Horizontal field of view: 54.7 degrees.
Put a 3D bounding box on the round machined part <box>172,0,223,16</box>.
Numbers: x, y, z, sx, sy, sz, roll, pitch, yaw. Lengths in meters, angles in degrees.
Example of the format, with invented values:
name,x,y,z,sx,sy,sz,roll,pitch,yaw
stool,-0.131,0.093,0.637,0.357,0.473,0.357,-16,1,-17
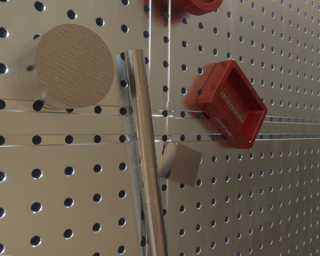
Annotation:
name,x,y,z,sx,sy,sz,roll,pitch,yaw
round machined part,0.045,-0.208,0.438,0.099,0.042,0.097,0,90,-40

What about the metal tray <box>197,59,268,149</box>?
name,x,y,z,sx,sy,sz,roll,pitch,yaw
metal tray,0.124,-0.036,0.512,0.130,0.030,0.090,45,63,-31

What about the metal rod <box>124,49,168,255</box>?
name,x,y,z,sx,sy,sz,roll,pitch,yaw
metal rod,-0.015,0.052,0.398,0.025,0.025,0.298,-11,97,-40

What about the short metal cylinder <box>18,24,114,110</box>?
name,x,y,z,sx,sy,sz,roll,pitch,yaw
short metal cylinder,-0.094,-0.059,0.315,0.081,0.050,0.079,0,90,-40

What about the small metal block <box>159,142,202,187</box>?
name,x,y,z,sx,sy,sz,roll,pitch,yaw
small metal block,0.028,0.051,0.435,0.050,0.025,0.050,25,74,-38
